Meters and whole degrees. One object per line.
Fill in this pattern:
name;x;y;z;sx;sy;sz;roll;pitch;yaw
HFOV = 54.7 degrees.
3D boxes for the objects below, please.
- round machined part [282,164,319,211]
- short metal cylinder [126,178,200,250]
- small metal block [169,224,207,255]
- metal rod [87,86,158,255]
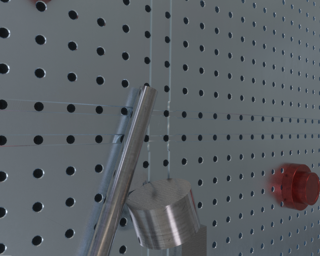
round machined part;0.302;0.125;0.652;0.099;0.042;0.097;0;90;-40
short metal cylinder;0.004;0.101;0.378;0.081;0.080;0.050;-24;105;-38
small metal block;0.041;0.168;0.444;0.050;0.025;0.050;0;90;-40
metal rod;-0.055;0.091;0.363;0.025;0.025;0.299;26;74;-37
